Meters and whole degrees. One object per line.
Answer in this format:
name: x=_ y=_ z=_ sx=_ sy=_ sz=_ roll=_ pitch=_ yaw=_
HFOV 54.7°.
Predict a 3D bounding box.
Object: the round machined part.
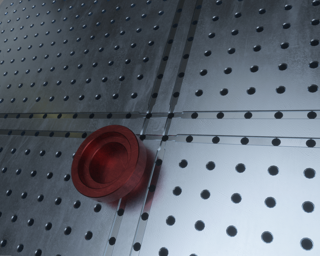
round machined part: x=-0.061 y=0.048 z=0.398 sx=0.098 sy=0.042 sz=0.098 roll=-13 pitch=56 yaw=20
